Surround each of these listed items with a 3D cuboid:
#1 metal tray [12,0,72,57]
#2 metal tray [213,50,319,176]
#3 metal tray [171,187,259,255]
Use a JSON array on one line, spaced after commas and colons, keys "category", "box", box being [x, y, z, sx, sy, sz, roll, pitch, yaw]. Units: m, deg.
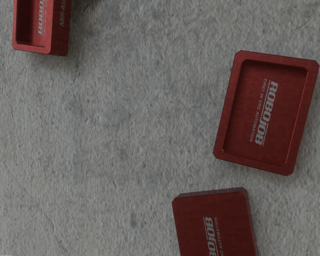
[{"category": "metal tray", "box": [-0.170, -0.174, 0.445, 0.090, 0.030, 0.129, 14, 103, 30]}, {"category": "metal tray", "box": [0.121, -0.018, 0.363, 0.090, 0.030, 0.129, 13, 94, 19]}, {"category": "metal tray", "box": [0.071, 0.144, 0.381, 0.090, 0.030, 0.129, -11, 87, 19]}]
